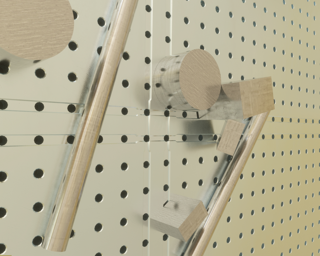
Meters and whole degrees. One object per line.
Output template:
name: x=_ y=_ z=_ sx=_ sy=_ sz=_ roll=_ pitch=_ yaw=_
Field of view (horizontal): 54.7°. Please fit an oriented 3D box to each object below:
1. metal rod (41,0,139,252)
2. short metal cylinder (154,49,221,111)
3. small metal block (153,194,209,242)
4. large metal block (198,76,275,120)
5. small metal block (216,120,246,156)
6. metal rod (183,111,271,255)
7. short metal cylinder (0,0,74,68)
metal rod: x=-0.073 y=-0.019 z=0.347 sx=0.025 sy=0.025 sz=0.299 roll=23 pitch=75 yaw=-38
short metal cylinder: x=0.038 y=-0.064 z=0.424 sx=0.081 sy=0.050 sz=0.080 roll=0 pitch=91 yaw=-40
small metal block: x=0.028 y=0.119 z=0.416 sx=0.050 sy=0.050 sz=0.025 roll=-41 pitch=115 yaw=-32
large metal block: x=0.113 y=-0.045 z=0.468 sx=0.081 sy=0.080 sz=0.050 roll=-15 pitch=100 yaw=-39
small metal block: x=0.107 y=0.009 z=0.472 sx=0.050 sy=0.025 sz=0.050 roll=-41 pitch=150 yaw=-76
metal rod: x=0.117 y=0.078 z=0.507 sx=0.025 sy=0.025 sz=0.300 roll=48 pitch=62 yaw=-30
short metal cylinder: x=-0.128 y=-0.099 z=0.285 sx=0.081 sy=0.050 sz=0.080 roll=0 pitch=90 yaw=-40
